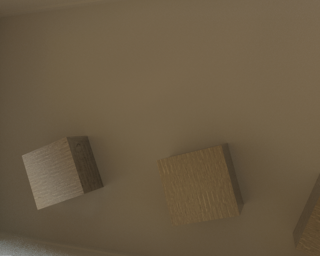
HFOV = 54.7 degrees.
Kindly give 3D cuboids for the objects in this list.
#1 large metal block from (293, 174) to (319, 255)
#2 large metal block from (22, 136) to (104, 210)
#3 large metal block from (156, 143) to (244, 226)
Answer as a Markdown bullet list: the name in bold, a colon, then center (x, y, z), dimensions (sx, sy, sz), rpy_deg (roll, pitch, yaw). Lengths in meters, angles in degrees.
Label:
- **large metal block**: center (0.198, 0.103, 0.327), dimensions (0.080, 0.050, 0.080), rpy_deg (23, 98, 18)
- **large metal block**: center (-0.139, 0.063, 0.446), dimensions (0.080, 0.050, 0.080), rpy_deg (-21, 83, 18)
- **large metal block**: center (0.050, 0.067, 0.379), dimensions (0.080, 0.050, 0.080), rpy_deg (-16, 85, 19)
